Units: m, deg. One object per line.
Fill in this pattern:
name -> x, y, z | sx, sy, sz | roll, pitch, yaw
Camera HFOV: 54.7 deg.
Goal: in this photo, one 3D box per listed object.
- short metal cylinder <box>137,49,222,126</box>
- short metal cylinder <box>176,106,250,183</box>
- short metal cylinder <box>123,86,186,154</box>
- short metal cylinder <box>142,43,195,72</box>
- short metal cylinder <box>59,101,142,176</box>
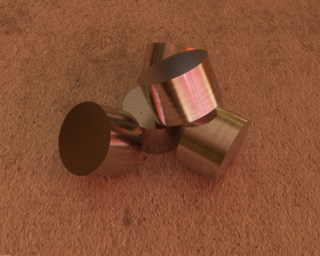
short metal cylinder -> 0.022, -0.045, 0.340 | 0.080, 0.050, 0.080 | -20, 26, 11
short metal cylinder -> 0.062, 0.016, 0.356 | 0.050, 0.080, 0.080 | 28, 56, 21
short metal cylinder -> -0.005, -0.013, 0.399 | 0.081, 0.050, 0.080 | 0, 50, 0
short metal cylinder -> 0.017, -0.084, 0.431 | 0.080, 0.080, 0.050 | 11, 94, 9
short metal cylinder -> -0.068, 0.014, 0.349 | 0.080, 0.050, 0.080 | -6, 78, 34
